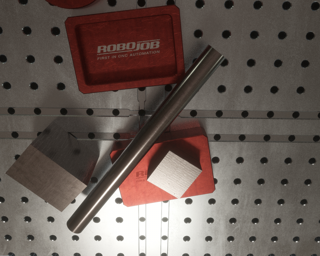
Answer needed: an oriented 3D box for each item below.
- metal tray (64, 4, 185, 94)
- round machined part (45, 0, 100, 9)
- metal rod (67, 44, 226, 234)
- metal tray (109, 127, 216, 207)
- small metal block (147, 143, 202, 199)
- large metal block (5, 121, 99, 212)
[{"bbox_3d":[-0.038,-0.094,0.375,0.131,0.030,0.089,-6,110,2],"label":"metal tray"},{"bbox_3d":[-0.102,-0.181,0.336,0.099,0.042,0.097,0,110,-1],"label":"round machined part"},{"bbox_3d":[-0.027,0.025,0.389,0.025,0.025,0.299,36,106,-13],"label":"metal rod"},{"bbox_3d":[0.005,0.055,0.431,0.131,0.030,0.089,-10,110,3],"label":"metal tray"},{"bbox_3d":[0.018,0.056,0.402,0.050,0.025,0.050,32,107,-12],"label":"small metal block"},{"bbox_3d":[-0.133,0.047,0.399,0.080,0.080,0.050,41,105,-14],"label":"large metal block"}]
